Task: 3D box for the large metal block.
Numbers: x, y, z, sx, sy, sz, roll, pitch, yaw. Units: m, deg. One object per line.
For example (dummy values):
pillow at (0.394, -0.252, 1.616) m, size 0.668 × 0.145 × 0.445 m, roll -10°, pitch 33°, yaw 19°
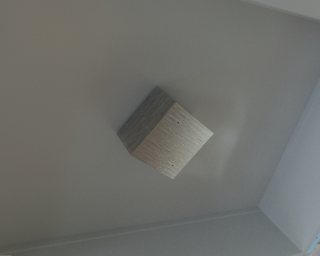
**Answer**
large metal block at (0.007, 0.007, 0.396) m, size 0.080 × 0.050 × 0.080 m, roll -49°, pitch 129°, yaw 6°
